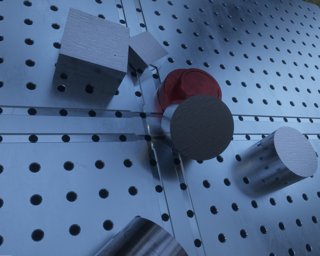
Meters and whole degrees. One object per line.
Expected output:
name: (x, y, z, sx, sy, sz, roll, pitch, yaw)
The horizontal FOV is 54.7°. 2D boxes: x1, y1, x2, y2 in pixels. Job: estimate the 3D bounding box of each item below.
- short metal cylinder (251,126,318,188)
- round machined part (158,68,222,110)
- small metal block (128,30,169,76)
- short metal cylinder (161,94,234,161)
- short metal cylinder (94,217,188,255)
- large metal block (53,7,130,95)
short metal cylinder: (0.186, 0.044, 0.465, 0.081, 0.050, 0.080, 14, 56, -21)
round machined part: (0.051, -0.049, 0.454, 0.099, 0.042, 0.098, 13, 56, -21)
small metal block: (-0.023, -0.113, 0.464, 0.050, 0.025, 0.050, 48, 51, 5)
short metal cylinder: (0.046, -0.002, 0.394, 0.081, 0.050, 0.079, -1, 95, -12)
short metal cylinder: (-0.016, 0.131, 0.285, 0.080, 0.080, 0.050, 48, 51, 5)
large metal block: (-0.088, -0.099, 0.405, 0.081, 0.050, 0.080, 13, 56, -21)
